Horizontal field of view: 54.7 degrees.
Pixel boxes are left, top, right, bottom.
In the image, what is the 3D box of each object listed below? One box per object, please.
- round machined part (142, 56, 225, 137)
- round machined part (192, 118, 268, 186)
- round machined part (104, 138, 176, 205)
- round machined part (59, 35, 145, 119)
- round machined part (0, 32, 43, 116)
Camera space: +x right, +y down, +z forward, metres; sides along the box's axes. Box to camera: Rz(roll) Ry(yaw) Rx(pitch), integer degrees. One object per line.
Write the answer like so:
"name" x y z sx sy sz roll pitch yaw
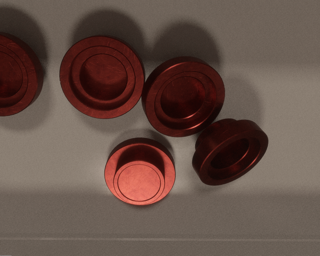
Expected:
"round machined part" 0.025 -0.041 0.378 0.099 0.042 0.097 -8 122 -13
"round machined part" 0.085 0.026 0.398 0.099 0.042 0.097 -17 137 -16
"round machined part" -0.027 0.066 0.426 0.099 0.042 0.097 0 110 -1
"round machined part" -0.067 -0.064 0.378 0.099 0.042 0.097 0 110 -1
"round machined part" -0.191 -0.067 0.375 0.099 0.042 0.097 0 110 -1
